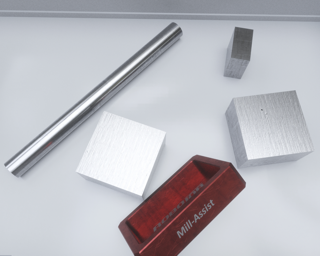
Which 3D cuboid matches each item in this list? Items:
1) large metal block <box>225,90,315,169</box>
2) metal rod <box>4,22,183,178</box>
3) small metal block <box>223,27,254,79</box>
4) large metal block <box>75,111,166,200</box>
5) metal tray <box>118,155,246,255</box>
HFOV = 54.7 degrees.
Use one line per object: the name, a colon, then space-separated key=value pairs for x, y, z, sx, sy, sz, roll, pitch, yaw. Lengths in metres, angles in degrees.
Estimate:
large metal block: x=0.136 y=0.003 z=0.397 sx=0.081 sy=0.050 sz=0.080 roll=-7 pitch=70 yaw=-3
metal rod: x=-0.080 y=-0.047 z=0.425 sx=0.025 sy=0.025 sz=0.301 roll=43 pitch=75 yaw=13
small metal block: x=0.110 y=-0.105 z=0.436 sx=0.025 sy=0.050 sz=0.050 roll=10 pitch=70 yaw=3
large metal block: x=-0.044 y=0.036 z=0.383 sx=0.080 sy=0.050 sz=0.080 roll=19 pitch=71 yaw=6
metal tray: x=0.020 y=0.086 z=0.341 sx=0.130 sy=0.090 sz=0.030 roll=-40 pitch=103 yaw=-14
